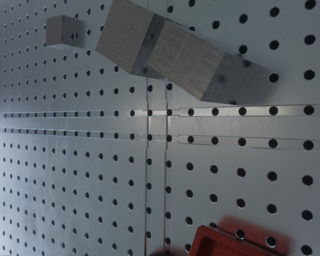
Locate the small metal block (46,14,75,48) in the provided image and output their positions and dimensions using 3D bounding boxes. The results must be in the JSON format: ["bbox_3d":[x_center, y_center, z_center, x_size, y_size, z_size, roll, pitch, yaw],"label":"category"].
[{"bbox_3d":[-0.181,-0.172,0.559,0.050,0.025,0.050,6,94,40],"label":"small metal block"}]

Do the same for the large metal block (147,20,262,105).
[{"bbox_3d":[0.048,-0.068,0.334,0.080,0.081,0.050,40,115,32],"label":"large metal block"}]

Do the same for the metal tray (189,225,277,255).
[{"bbox_3d":[0.064,0.181,0.324,0.090,0.030,0.130,13,80,43],"label":"metal tray"}]

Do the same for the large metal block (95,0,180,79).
[{"bbox_3d":[-0.033,-0.123,0.420,0.080,0.050,0.079,38,113,33],"label":"large metal block"}]
